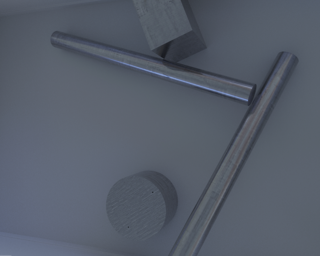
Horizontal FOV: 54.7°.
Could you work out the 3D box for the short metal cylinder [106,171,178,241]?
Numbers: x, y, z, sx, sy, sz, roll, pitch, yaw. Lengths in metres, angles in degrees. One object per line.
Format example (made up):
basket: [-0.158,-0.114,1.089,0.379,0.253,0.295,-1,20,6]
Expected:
short metal cylinder: [-0.022,0.099,0.404,0.080,0.050,0.079,0,90,19]

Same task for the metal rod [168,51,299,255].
metal rod: [0.073,0.045,0.331,0.025,0.025,0.300,27,78,17]

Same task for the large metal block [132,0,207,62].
large metal block: [0.012,-0.132,0.376,0.050,0.080,0.080,-22,83,18]

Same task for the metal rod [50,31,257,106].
metal rod: [-0.027,-0.084,0.399,0.301,0.025,0.025,21,97,25]
